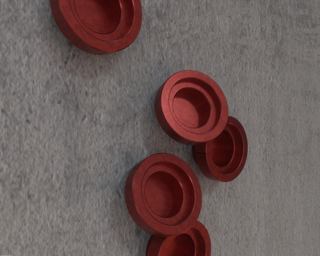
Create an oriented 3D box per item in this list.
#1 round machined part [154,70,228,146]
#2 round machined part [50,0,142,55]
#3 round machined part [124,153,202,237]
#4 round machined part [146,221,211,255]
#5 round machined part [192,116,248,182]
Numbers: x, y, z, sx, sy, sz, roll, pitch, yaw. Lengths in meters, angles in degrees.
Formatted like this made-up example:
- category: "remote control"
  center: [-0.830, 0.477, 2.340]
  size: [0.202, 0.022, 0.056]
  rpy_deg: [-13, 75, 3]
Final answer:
- category: "round machined part"
  center: [0.038, -0.024, 0.413]
  size: [0.099, 0.042, 0.098]
  rpy_deg: [6, 73, -22]
- category: "round machined part"
  center: [-0.071, -0.128, 0.335]
  size: [0.099, 0.042, 0.097]
  rpy_deg: [0, 90, -40]
- category: "round machined part"
  center: [0.000, 0.083, 0.382]
  size: [0.099, 0.042, 0.098]
  rpy_deg: [15, 61, -28]
- category: "round machined part"
  center: [0.020, 0.167, 0.413]
  size: [0.099, 0.042, 0.097]
  rpy_deg: [0, 90, -40]
- category: "round machined part"
  center: [0.087, 0.031, 0.469]
  size: [0.099, 0.042, 0.097]
  rpy_deg: [0, 90, -40]
